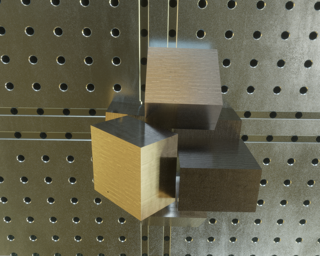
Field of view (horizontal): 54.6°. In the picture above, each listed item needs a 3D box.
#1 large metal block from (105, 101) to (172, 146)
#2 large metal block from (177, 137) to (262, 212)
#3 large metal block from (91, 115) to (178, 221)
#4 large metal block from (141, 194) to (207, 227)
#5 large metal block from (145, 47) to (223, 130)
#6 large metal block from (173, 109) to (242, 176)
[{"bbox_3d":[-0.029,0.014,0.405,0.080,0.050,0.079,6,110,-3],"label":"large metal block"},{"bbox_3d":[0.059,0.049,0.349,0.080,0.080,0.050,1,110,-1],"label":"large metal block"},{"bbox_3d":[-0.029,0.039,0.336,0.080,0.050,0.079,20,118,41],"label":"large metal block"},{"bbox_3d":[0.016,0.100,0.415,0.080,0.050,0.080,2,155,-1],"label":"large metal block"},{"bbox_3d":[0.025,-0.046,0.360,0.080,0.080,0.050,2,148,-1],"label":"large metal block"},{"bbox_3d":[0.056,0.018,0.407,0.080,0.050,0.079,3,110,-1],"label":"large metal block"}]
